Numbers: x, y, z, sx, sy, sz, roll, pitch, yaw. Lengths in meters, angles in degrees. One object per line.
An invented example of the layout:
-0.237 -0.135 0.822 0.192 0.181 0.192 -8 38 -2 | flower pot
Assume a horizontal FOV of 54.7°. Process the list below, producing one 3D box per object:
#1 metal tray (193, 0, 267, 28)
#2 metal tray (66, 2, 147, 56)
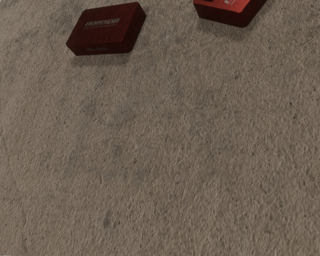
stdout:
0.123 -0.217 0.468 0.090 0.030 0.130 30 78 37 | metal tray
-0.098 -0.177 0.559 0.130 0.030 0.090 5 64 30 | metal tray
